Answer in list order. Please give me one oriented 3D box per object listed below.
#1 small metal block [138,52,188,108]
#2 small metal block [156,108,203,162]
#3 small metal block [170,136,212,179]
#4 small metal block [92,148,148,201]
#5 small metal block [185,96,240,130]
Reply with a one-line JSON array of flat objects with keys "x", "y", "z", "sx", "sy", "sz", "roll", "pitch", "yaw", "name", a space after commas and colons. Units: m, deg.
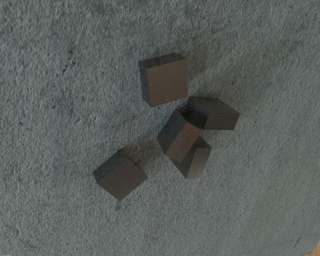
[{"x": 0.005, "y": -0.058, "z": 0.373, "sx": 0.050, "sy": 0.025, "sz": 0.050, "roll": -18, "pitch": 126, "yaw": -18, "name": "small metal block"}, {"x": 0.024, "y": 0.009, "z": 0.406, "sx": 0.025, "sy": 0.050, "sz": 0.050, "roll": 28, "pitch": 104, "yaw": -22, "name": "small metal block"}, {"x": 0.042, "y": 0.036, "z": 0.436, "sx": 0.025, "sy": 0.050, "sz": 0.050, "roll": 0, "pitch": 118, "yaw": -29, "name": "small metal block"}, {"x": -0.053, "y": 0.064, "z": 0.417, "sx": 0.050, "sy": 0.025, "sz": 0.050, "roll": -40, "pitch": 130, "yaw": -1, "name": "small metal block"}, {"x": 0.069, "y": -0.020, "z": 0.416, "sx": 0.050, "sy": 0.050, "sz": 0.025, "roll": 1, "pitch": 118, "yaw": -29, "name": "small metal block"}]
